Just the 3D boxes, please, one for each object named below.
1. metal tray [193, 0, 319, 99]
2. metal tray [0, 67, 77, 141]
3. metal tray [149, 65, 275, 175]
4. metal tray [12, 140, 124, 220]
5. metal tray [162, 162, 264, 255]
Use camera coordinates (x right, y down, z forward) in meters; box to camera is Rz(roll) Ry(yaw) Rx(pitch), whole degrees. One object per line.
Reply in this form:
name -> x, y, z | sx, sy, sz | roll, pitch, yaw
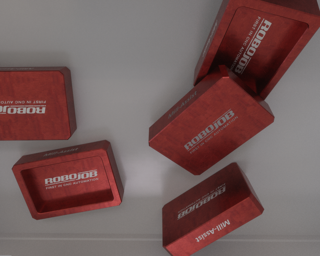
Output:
metal tray -> 0.098, -0.086, 0.340 | 0.091, 0.030, 0.129 | 12, 145, -5
metal tray -> -0.179, -0.031, 0.396 | 0.131, 0.030, 0.089 | -1, 110, 0
metal tray -> 0.060, -0.004, 0.383 | 0.090, 0.030, 0.130 | 35, 120, -24
metal tray -> -0.125, 0.074, 0.434 | 0.131, 0.030, 0.089 | -11, 110, 4
metal tray -> 0.064, 0.109, 0.417 | 0.130, 0.090, 0.030 | -35, 107, 12
